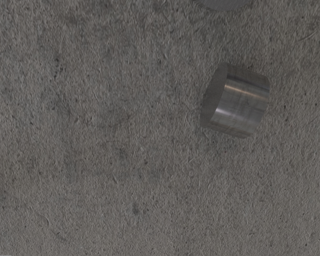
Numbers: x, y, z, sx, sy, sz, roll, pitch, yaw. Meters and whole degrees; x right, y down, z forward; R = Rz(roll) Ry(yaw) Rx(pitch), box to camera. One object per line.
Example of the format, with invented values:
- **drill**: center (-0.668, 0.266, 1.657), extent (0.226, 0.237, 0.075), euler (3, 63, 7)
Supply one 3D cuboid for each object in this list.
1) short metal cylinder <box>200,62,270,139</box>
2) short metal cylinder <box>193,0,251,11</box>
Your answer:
- **short metal cylinder**: center (0.086, -0.032, 0.369), extent (0.050, 0.080, 0.079), euler (17, 109, -6)
- **short metal cylinder**: center (0.067, -0.169, 0.335), extent (0.081, 0.050, 0.079), euler (0, 110, 0)
